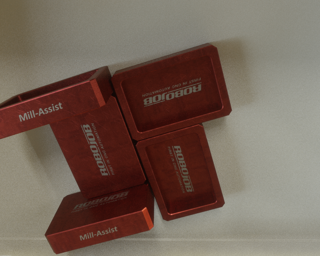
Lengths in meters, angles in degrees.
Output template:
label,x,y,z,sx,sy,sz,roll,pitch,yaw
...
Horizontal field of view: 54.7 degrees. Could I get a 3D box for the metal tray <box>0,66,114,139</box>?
label,x,y,z,sx,sy,sz,roll,pitch,yaw
metal tray,-0.123,-0.032,0.359,0.131,0.090,0.030,-17,109,5

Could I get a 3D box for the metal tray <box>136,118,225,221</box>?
label,x,y,z,sx,sy,sz,roll,pitch,yaw
metal tray,0.030,0.059,0.429,0.090,0.030,0.129,-16,110,5

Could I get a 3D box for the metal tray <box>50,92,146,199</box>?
label,x,y,z,sx,sy,sz,roll,pitch,yaw
metal tray,-0.080,0.024,0.413,0.090,0.030,0.129,-16,110,5

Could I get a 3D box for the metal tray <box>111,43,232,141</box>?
label,x,y,z,sx,sy,sz,roll,pitch,yaw
metal tray,0.015,-0.044,0.391,0.131,0.030,0.089,-16,110,5

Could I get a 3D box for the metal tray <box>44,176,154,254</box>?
label,x,y,z,sx,sy,sz,roll,pitch,yaw
metal tray,-0.074,0.111,0.413,0.131,0.090,0.030,-16,110,5
